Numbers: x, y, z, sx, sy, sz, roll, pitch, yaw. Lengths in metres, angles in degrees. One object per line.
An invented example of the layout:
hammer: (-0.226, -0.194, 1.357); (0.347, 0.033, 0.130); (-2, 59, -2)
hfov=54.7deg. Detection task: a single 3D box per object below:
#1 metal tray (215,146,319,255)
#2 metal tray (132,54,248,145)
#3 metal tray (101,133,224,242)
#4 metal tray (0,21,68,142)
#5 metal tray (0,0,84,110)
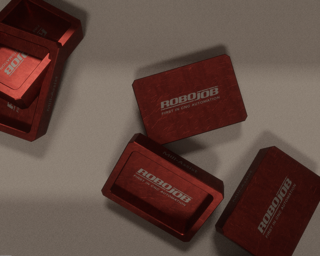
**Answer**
metal tray: (0.143, 0.100, 0.397); (0.090, 0.030, 0.130); (35, 77, 0)
metal tray: (0.038, -0.035, 0.409); (0.131, 0.030, 0.090); (-16, 90, -1)
metal tray: (0.003, 0.076, 0.392); (0.130, 0.030, 0.089); (31, 113, -1)
metal tray: (-0.179, -0.058, 0.390); (0.090, 0.030, 0.129); (20, 104, -1)
metal tray: (-0.168, -0.098, 0.382); (0.090, 0.030, 0.130); (29, 69, 2)
